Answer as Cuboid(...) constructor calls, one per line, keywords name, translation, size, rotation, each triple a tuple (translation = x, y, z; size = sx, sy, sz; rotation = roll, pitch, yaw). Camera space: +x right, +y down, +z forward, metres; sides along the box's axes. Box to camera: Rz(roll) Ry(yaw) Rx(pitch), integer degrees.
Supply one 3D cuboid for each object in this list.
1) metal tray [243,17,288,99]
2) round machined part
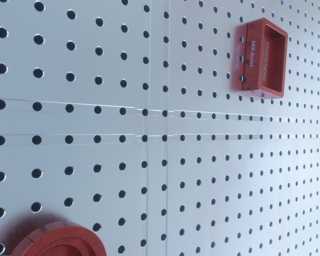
Cuboid(name="metal tray", translation=(0.197, -0.125, 0.574), size=(0.091, 0.030, 0.129), rotation=(10, 84, -40))
Cuboid(name="round machined part", translation=(-0.106, 0.143, 0.311), size=(0.099, 0.042, 0.097), rotation=(0, 90, -40))
